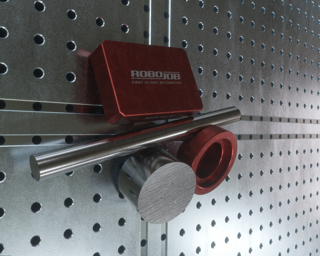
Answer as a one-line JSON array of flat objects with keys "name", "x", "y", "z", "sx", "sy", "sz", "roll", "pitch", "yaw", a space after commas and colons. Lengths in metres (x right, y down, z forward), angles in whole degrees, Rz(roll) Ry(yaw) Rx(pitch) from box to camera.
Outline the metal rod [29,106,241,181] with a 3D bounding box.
[{"name": "metal rod", "x": 0.000, "y": 0.008, "z": 0.377, "sx": 0.302, "sy": 0.025, "sz": 0.025, "roll": -14, "pitch": 99, "yaw": -39}]

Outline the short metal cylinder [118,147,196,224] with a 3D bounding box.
[{"name": "short metal cylinder", "x": -0.003, "y": 0.068, "z": 0.377, "sx": 0.081, "sy": 0.050, "sz": 0.079, "roll": -14, "pitch": 116, "yaw": -30}]

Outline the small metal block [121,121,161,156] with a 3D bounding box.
[{"name": "small metal block", "x": -0.025, "y": 0.015, "z": 0.401, "sx": 0.050, "sy": 0.025, "sz": 0.050, "roll": 23, "pitch": 76, "yaw": -38}]

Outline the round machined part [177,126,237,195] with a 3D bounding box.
[{"name": "round machined part", "x": 0.062, "y": 0.041, "z": 0.437, "sx": 0.099, "sy": 0.042, "sz": 0.097, "roll": -23, "pitch": 127, "yaw": -34}]

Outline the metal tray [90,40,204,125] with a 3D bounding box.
[{"name": "metal tray", "x": -0.012, "y": -0.055, "z": 0.379, "sx": 0.131, "sy": 0.030, "sz": 0.090, "roll": -7, "pitch": 76, "yaw": -41}]
